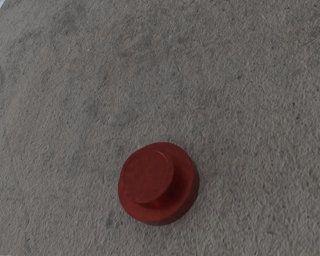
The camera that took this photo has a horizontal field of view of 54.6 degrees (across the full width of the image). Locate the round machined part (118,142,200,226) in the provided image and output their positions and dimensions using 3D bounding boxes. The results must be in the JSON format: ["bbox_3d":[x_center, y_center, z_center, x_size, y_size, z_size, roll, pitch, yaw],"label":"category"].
[{"bbox_3d":[-0.007,0.060,0.361,0.098,0.042,0.098,-13,56,21],"label":"round machined part"}]
